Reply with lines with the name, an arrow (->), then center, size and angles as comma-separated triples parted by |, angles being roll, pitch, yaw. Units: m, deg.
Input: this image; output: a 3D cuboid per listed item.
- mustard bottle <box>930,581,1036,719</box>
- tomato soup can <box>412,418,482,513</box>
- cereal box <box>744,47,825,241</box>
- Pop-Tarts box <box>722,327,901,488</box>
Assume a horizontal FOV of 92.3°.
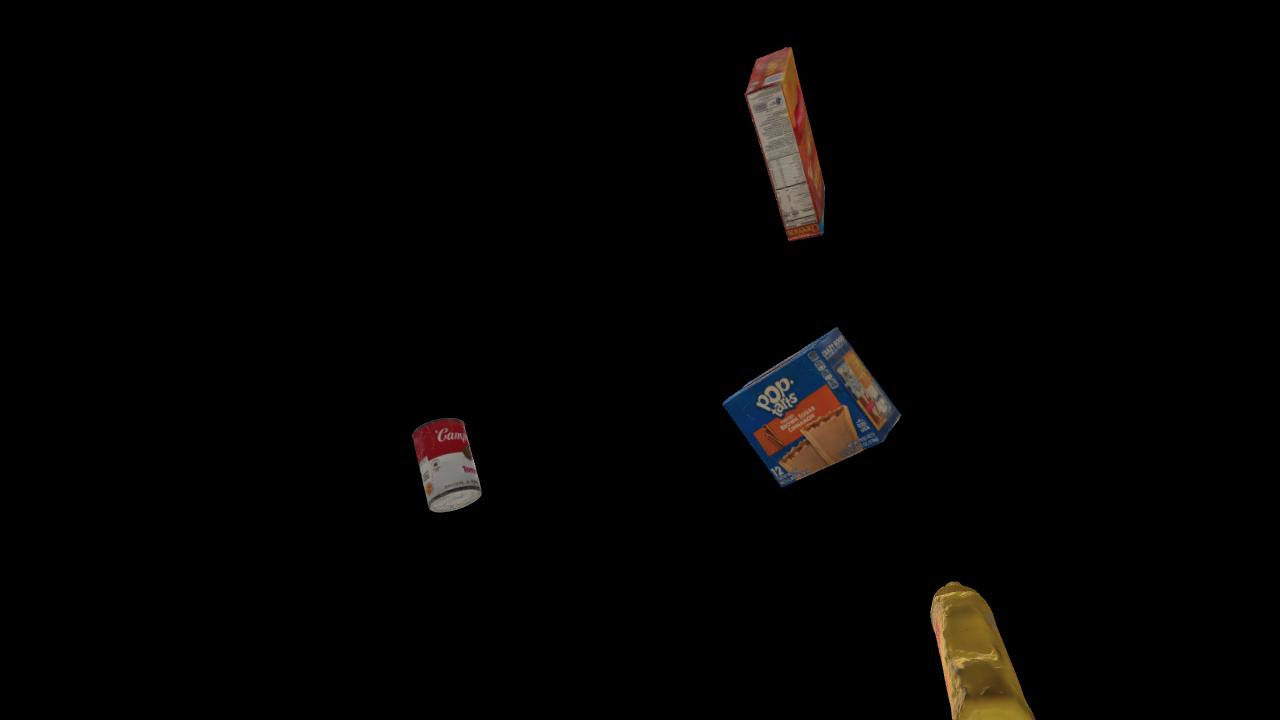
mustard bottle -> 0.263, 0.235, 0.483 | 0.054, 0.092, 0.184 | -20, 9, 22
tomato soup can -> -0.246, 0.134, 0.782 | 0.068, 0.101, 0.068 | -18, -26, -9
cereal box -> 0.290, -0.412, 1.188 | 0.081, 0.306, 0.203 | -10, 37, 26
Pop-Tarts box -> 0.221, 0.065, 0.808 | 0.167, 0.141, 0.083 | -38, -6, 41
